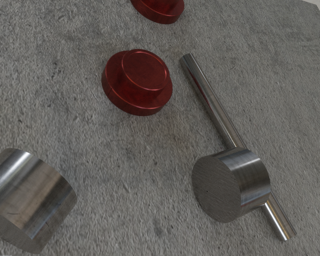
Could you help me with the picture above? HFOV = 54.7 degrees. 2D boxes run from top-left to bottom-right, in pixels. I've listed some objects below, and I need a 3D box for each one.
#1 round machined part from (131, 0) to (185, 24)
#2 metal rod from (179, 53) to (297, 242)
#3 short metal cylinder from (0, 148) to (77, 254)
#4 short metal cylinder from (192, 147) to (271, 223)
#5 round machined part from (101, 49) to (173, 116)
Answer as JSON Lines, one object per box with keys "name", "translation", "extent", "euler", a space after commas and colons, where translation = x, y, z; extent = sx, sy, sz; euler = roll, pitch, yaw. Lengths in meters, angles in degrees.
{"name": "round machined part", "translation": [0.000, -0.231, 0.536], "extent": [0.099, 0.042, 0.098], "euler": [14, 56, -21]}
{"name": "metal rod", "translation": [0.106, 0.016, 0.452], "extent": [0.025, 0.025, 0.299], "euler": [-15, 69, -34]}
{"name": "short metal cylinder", "translation": [-0.120, 0.063, 0.266], "extent": [0.080, 0.080, 0.050], "euler": [36, 51, -5]}
{"name": "short metal cylinder", "translation": [0.084, 0.067, 0.375], "extent": [0.050, 0.080, 0.080], "euler": [-12, 68, -34]}
{"name": "round machined part", "translation": [-0.026, -0.068, 0.422], "extent": [0.099, 0.042, 0.098], "euler": [14, 56, -21]}
